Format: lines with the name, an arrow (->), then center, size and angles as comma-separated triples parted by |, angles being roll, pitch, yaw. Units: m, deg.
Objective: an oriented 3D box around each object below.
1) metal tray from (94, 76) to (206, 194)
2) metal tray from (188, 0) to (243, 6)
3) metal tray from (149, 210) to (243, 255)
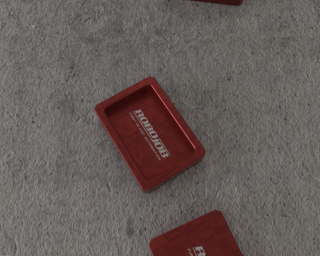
metal tray -> -0.014, 0.007, 0.402 | 0.090, 0.030, 0.130 | -30, 73, -11
metal tray -> 0.071, -0.248, 0.496 | 0.131, 0.030, 0.090 | 8, 70, 2
metal tray -> 0.053, 0.169, 0.344 | 0.091, 0.030, 0.130 | -22, 72, -8
